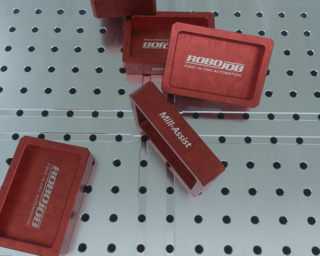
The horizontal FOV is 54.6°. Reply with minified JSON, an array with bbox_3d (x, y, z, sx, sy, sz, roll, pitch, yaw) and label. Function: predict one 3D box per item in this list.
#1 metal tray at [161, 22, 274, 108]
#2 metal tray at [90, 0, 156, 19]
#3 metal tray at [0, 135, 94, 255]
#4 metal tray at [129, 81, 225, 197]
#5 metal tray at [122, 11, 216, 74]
[{"bbox_3d":[0.073,-0.082,0.410,0.131,0.030,0.089,9,103,-2],"label":"metal tray"},{"bbox_3d":[-0.057,-0.221,0.471,0.091,0.030,0.130,-6,54,-2],"label":"metal tray"},{"bbox_3d":[-0.143,0.081,0.378,0.090,0.030,0.130,11,70,4],"label":"metal tray"},{"bbox_3d":[0.017,0.016,0.371,0.030,0.090,0.130,-36,74,-12],"label":"metal tray"},{"bbox_3d":[0.014,-0.125,0.454,0.131,0.030,0.090,1,70,0],"label":"metal tray"}]
